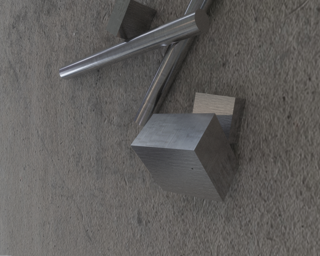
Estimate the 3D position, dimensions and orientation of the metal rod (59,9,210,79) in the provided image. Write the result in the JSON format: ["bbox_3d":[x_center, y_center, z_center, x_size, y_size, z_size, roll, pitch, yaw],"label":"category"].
[{"bbox_3d":[-0.060,-0.105,0.434,0.300,0.025,0.025,-5,87,46],"label":"metal rod"}]

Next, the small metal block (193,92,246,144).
[{"bbox_3d":[0.065,-0.012,0.352,0.050,0.025,0.050,13,99,39],"label":"small metal block"}]

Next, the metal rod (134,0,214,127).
[{"bbox_3d":[0.040,-0.131,0.372,0.025,0.025,0.298,41,115,32],"label":"metal rod"}]

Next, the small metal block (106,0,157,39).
[{"bbox_3d":[-0.039,-0.147,0.421,0.025,0.050,0.050,40,114,32],"label":"small metal block"}]

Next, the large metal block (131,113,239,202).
[{"bbox_3d":[0.029,0.030,0.338,0.080,0.050,0.080,1,135,40],"label":"large metal block"}]
